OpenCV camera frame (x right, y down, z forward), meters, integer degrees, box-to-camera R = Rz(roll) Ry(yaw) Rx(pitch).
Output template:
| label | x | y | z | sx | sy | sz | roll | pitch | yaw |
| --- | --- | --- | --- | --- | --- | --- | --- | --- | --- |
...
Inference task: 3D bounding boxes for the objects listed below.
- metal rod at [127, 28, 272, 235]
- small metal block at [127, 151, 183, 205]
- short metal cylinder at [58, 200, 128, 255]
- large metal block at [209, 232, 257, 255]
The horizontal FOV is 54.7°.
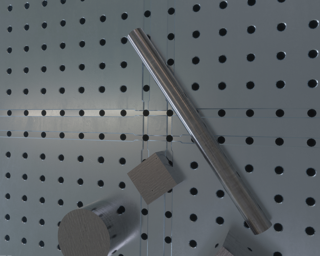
| label | x | y | z | sx | sy | sz | roll | pitch | yaw |
| --- | --- | --- | --- | --- | --- | --- | --- | --- | --- |
| metal rod | 0.044 | -0.004 | 0.396 | 0.025 | 0.025 | 0.299 | -35 | 79 | 16 |
| small metal block | -0.007 | 0.066 | 0.415 | 0.050 | 0.025 | 0.050 | -38 | 78 | 16 |
| short metal cylinder | -0.093 | 0.146 | 0.432 | 0.080 | 0.050 | 0.079 | 0 | 90 | 20 |
| large metal block | 0.087 | 0.188 | 0.369 | 0.080 | 0.050 | 0.080 | 38 | 102 | 16 |
